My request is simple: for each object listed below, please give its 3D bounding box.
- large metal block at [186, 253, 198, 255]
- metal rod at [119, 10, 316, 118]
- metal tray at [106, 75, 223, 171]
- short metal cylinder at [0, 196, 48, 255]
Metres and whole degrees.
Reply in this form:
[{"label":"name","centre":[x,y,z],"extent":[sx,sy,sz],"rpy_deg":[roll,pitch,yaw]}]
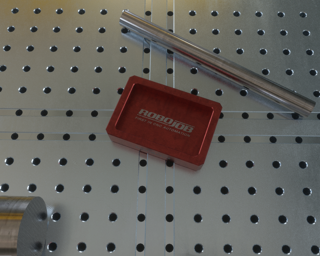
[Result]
[{"label":"large metal block","centre":[0.047,0.178,0.318],"extent":[0.050,0.080,0.080],"rpy_deg":[12,71,4]},{"label":"metal rod","centre":[0.075,-0.096,0.447],"extent":[0.301,0.025,0.025],"rpy_deg":[29,73,10]},{"label":"metal tray","centre":[0.006,-0.008,0.411],"extent":[0.131,0.030,0.090],"rpy_deg":[19,71,6]},{"label":"short metal cylinder","centre":[-0.163,0.115,0.339],"extent":[0.050,0.080,0.080],"rpy_deg":[1,70,0]}]
